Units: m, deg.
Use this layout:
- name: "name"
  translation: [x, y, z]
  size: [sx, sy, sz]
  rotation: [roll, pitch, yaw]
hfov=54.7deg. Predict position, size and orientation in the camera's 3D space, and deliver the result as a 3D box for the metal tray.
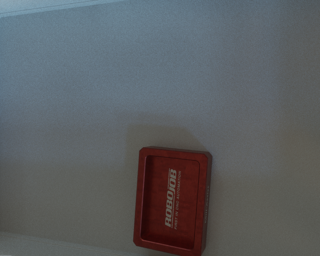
- name: "metal tray"
  translation: [0.016, 0.092, 0.401]
  size: [0.090, 0.030, 0.129]
  rotation: [5, 92, 19]
